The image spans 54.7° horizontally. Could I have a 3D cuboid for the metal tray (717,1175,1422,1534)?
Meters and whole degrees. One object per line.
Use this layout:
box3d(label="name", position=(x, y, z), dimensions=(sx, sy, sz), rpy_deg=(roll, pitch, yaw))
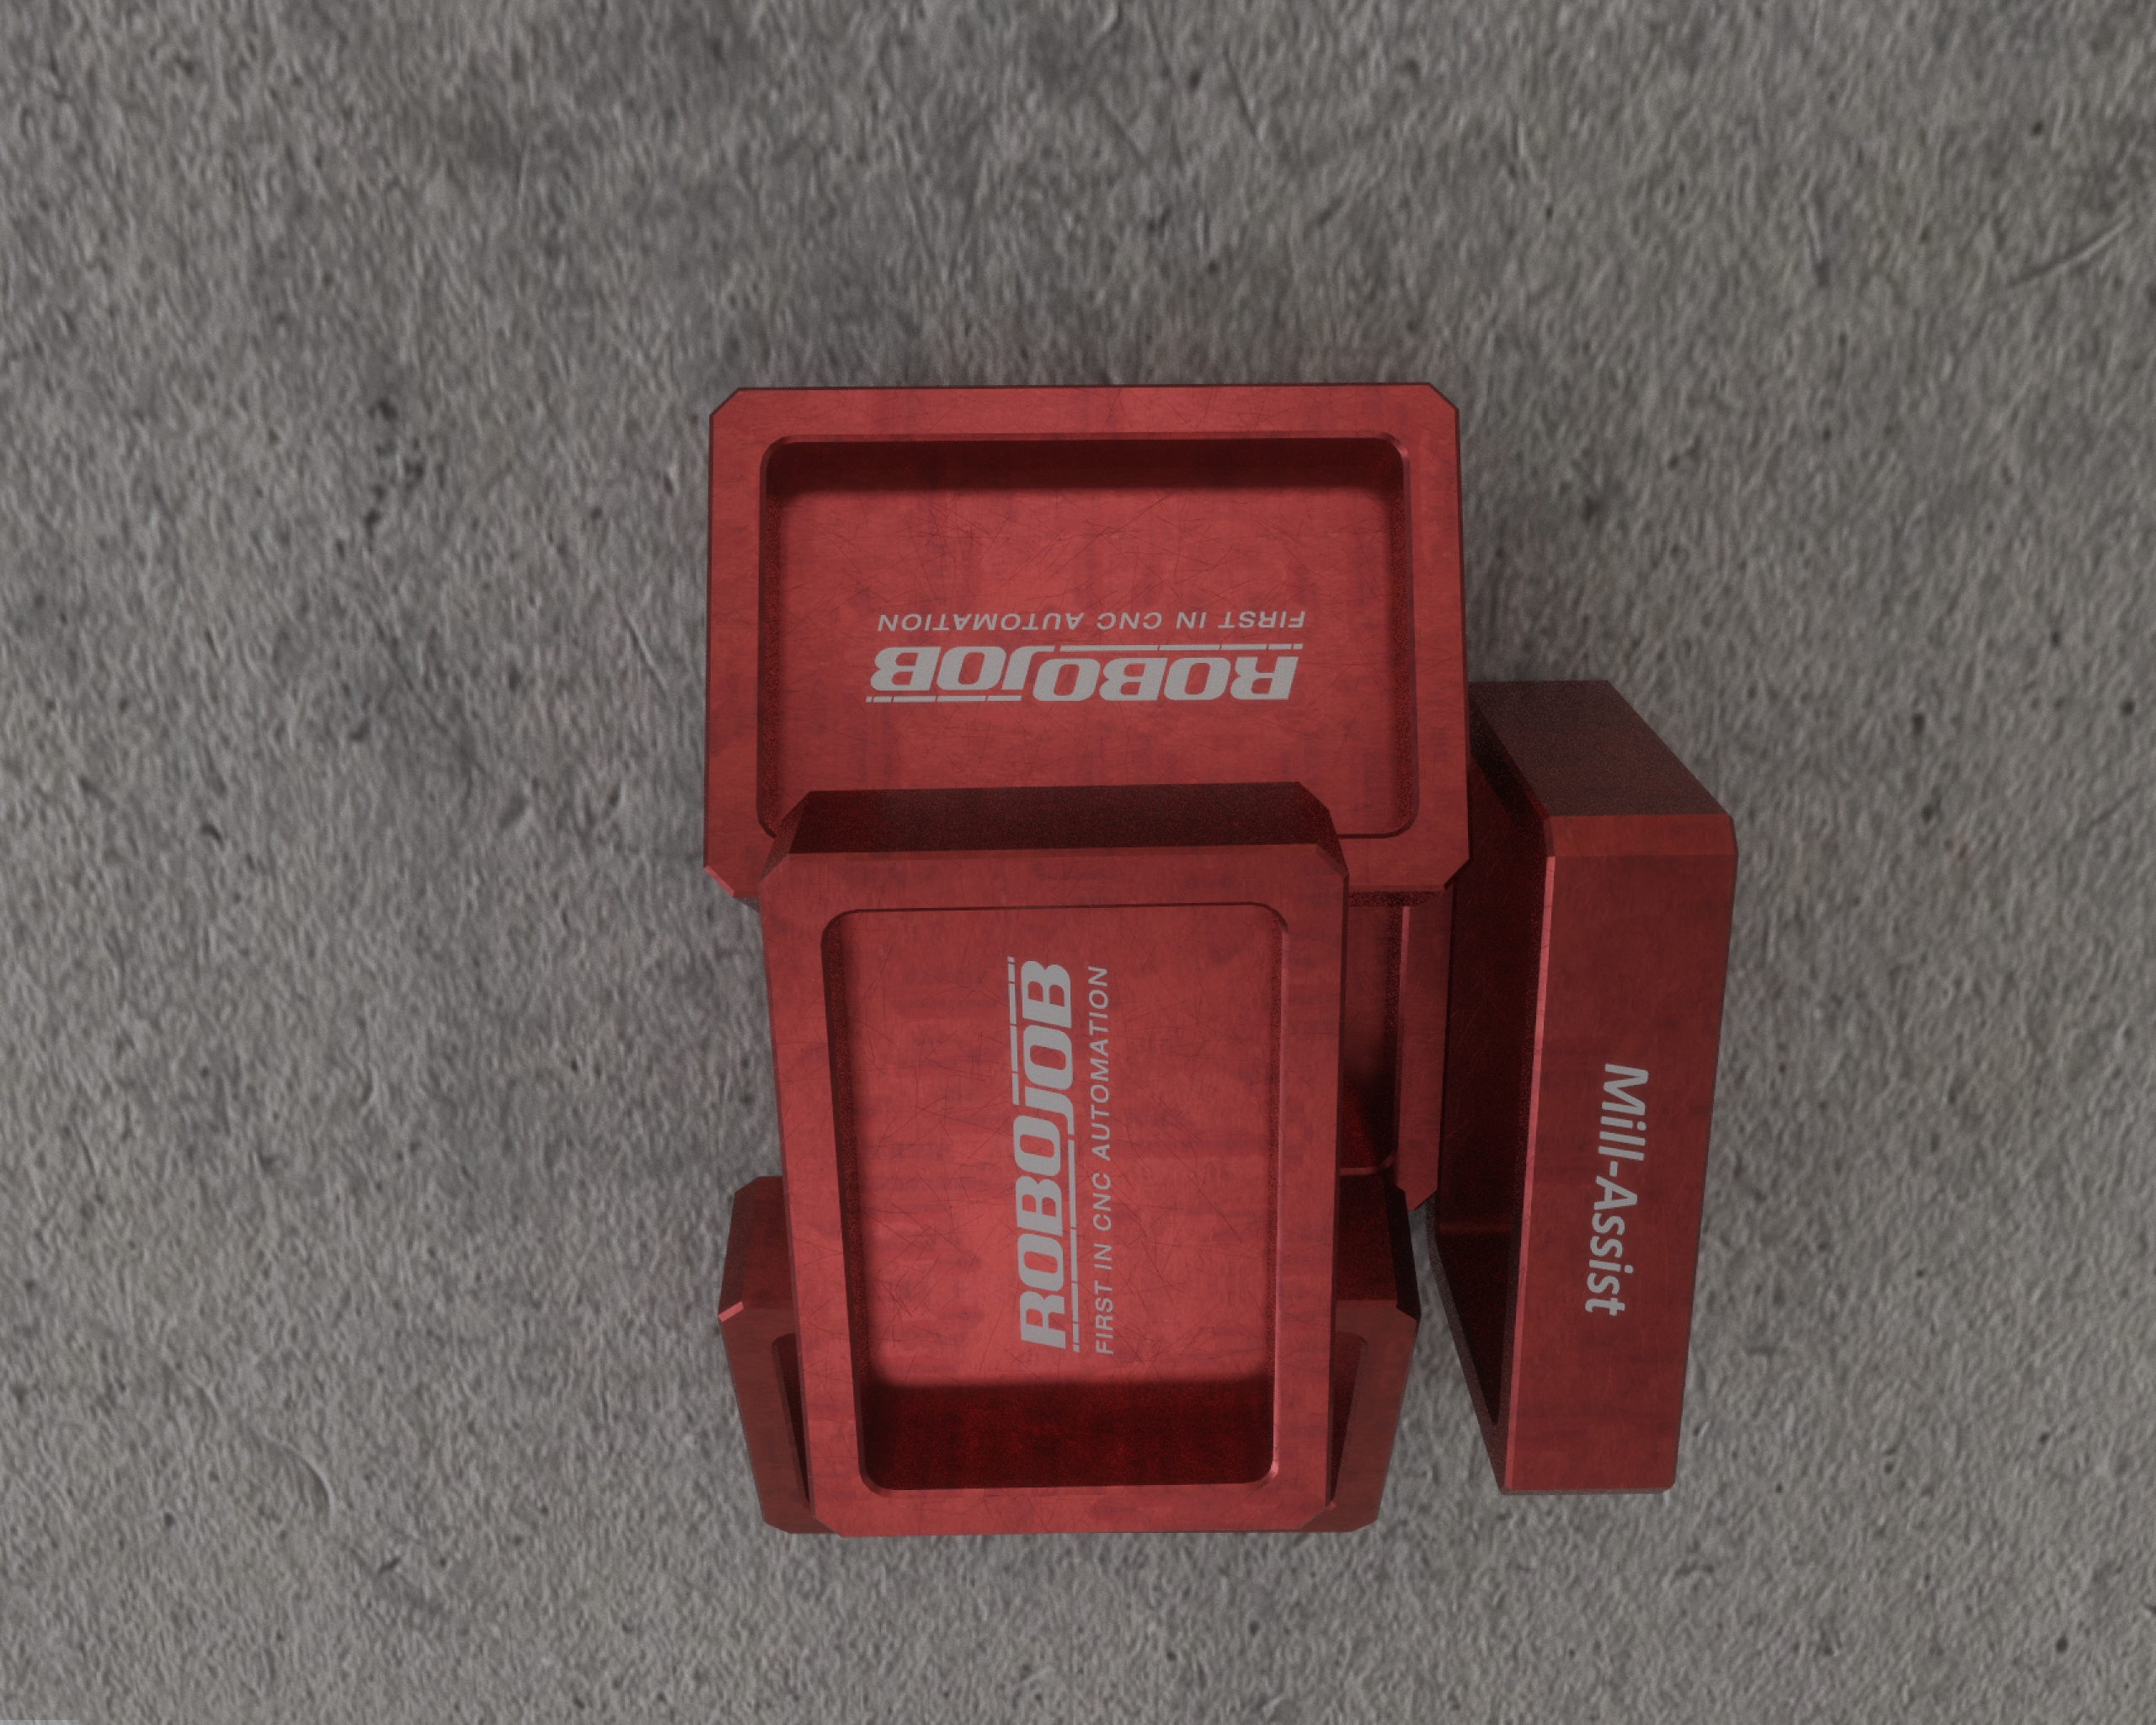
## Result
box3d(label="metal tray", position=(-0.001, 0.102, 0.425), dimensions=(0.131, 0.030, 0.089), rpy_deg=(0, 135, 0))

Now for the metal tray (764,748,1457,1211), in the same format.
box3d(label="metal tray", position=(0.007, 0.024, 0.415), dimensions=(0.131, 0.030, 0.089), rpy_deg=(-1, 110, 0))

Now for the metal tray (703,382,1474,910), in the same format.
box3d(label="metal tray", position=(0.002, -0.037, 0.373), dimensions=(0.131, 0.030, 0.090), rpy_deg=(-1, 83, 0))

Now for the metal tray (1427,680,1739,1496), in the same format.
box3d(label="metal tray", position=(0.090, 0.039, 0.390), dimensions=(0.030, 0.090, 0.129), rpy_deg=(-1, 110, 0))

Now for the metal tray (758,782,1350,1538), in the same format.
box3d(label="metal tray", position=(-0.002, 0.053, 0.354), dimensions=(0.091, 0.030, 0.129), rpy_deg=(-1, 112, 0))
